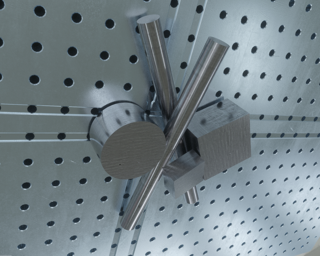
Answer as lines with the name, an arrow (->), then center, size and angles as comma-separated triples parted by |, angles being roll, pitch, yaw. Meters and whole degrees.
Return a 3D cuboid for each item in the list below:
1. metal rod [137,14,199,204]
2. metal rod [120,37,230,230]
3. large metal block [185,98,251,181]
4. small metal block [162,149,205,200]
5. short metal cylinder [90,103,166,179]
metal rod -> 0.020, 0.000, 0.417 | 0.025, 0.025, 0.298 | -25, 128, -13
metal rod -> 0.007, 0.026, 0.402 | 0.025, 0.025, 0.298 | 6, 123, -32
large metal block -> 0.081, 0.016, 0.444 | 0.081, 0.050, 0.080 | -25, 128, -14
small metal block -> 0.033, 0.064, 0.423 | 0.050, 0.025, 0.050 | -30, 144, -19
short metal cylinder -> -0.040, 0.016, 0.378 | 0.081, 0.050, 0.079 | -14, 125, -21
